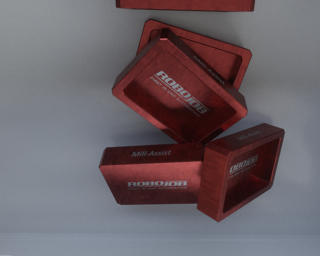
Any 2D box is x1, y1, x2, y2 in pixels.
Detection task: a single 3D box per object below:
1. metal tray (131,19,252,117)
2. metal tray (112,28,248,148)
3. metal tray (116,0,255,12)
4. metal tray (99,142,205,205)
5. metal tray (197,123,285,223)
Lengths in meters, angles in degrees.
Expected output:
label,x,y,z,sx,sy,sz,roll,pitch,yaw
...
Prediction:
label,x,y,z,sx,sy,sz,roll,pitch,yaw
metal tray,0.034,-0.072,0.382,0.131,0.030,0.089,15,109,-6
metal tray,0.023,-0.037,0.355,0.130,0.030,0.090,37,122,-21
metal tray,0.024,-0.140,0.325,0.131,0.090,0.030,1,110,-1
metal tray,-0.002,0.062,0.403,0.131,0.030,0.090,-4,134,11
metal tray,0.104,0.050,0.385,0.131,0.030,0.089,-14,118,-42
